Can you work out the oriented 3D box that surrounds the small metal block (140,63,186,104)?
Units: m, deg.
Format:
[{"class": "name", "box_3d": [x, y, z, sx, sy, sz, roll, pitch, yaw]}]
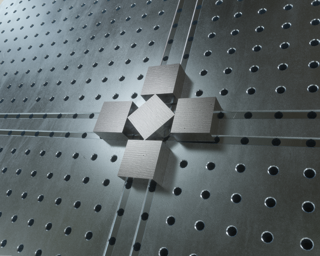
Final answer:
[{"class": "small metal block", "box_3d": [0.005, -0.062, 0.442, 0.050, 0.025, 0.050, 0, 61, 27]}]

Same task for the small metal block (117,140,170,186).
[{"class": "small metal block", "box_3d": [-0.020, 0.043, 0.391, 0.050, 0.025, 0.050, 1, 62, 28]}]

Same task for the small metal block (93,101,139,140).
[{"class": "small metal block", "box_3d": [-0.061, -0.011, 0.445, 0.050, 0.025, 0.050, 2, 62, 28]}]

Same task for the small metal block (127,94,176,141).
[{"class": "small metal block", "box_3d": [-0.008, -0.010, 0.417, 0.050, 0.025, 0.050, -41, 51, 0]}]

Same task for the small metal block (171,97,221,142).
[{"class": "small metal block", "box_3d": [0.046, -0.010, 0.389, 0.050, 0.025, 0.050, 0, 62, 27]}]
